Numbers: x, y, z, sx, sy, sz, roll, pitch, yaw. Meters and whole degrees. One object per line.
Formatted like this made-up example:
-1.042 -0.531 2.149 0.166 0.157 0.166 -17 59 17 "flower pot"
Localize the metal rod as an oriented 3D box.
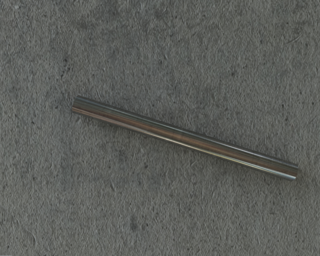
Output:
0.033 0.014 0.410 0.301 0.025 0.025 18 90 0 "metal rod"
